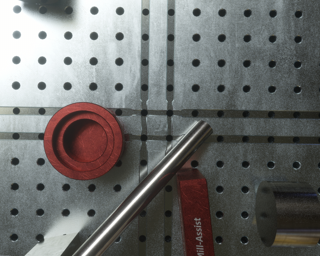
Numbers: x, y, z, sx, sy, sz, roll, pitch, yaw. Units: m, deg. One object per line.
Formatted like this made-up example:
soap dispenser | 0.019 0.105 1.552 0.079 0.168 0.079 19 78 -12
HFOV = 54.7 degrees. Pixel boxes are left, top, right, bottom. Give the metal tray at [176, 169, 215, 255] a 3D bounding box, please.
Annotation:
metal tray | 0.043 0.121 0.381 0.030 0.090 0.129 -6 90 0

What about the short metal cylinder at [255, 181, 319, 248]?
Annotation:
short metal cylinder | 0.157 0.107 0.387 0.050 0.080 0.080 2 90 0

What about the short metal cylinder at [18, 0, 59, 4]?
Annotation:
short metal cylinder | -0.165 -0.194 0.384 0.080 0.080 0.050 5 90 0

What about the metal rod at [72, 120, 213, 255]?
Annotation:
metal rod | -0.039 0.099 0.365 0.025 0.025 0.301 45 71 0

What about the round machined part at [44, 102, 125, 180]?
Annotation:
round machined part | -0.095 0.016 0.404 0.099 0.042 0.097 0 90 0

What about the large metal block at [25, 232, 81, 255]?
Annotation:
large metal block | -0.129 0.187 0.385 0.050 0.080 0.080 -10 90 0
